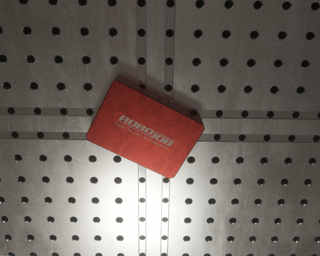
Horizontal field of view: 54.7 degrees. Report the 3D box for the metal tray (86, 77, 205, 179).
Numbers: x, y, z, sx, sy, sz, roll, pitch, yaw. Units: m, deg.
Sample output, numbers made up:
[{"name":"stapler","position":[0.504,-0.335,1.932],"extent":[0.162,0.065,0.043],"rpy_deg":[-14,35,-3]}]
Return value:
[{"name":"metal tray","position":[-0.019,0.001,0.411],"extent":[0.131,0.030,0.089],"rpy_deg":[27,108,-10]}]
